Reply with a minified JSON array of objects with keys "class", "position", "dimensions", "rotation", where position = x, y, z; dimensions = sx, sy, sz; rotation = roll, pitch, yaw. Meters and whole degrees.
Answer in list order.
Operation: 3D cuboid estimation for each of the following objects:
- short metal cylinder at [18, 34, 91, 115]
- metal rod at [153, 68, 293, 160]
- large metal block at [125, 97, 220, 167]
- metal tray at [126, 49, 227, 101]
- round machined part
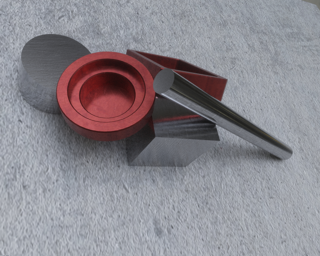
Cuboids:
[{"class":"short metal cylinder","position":[-0.121,-0.062,0.363],"dimensions":[0.081,0.050,0.080],"rotation":[14,56,-21]},{"class":"metal rod","position":[0.101,-0.002,0.387],"dimensions":[0.301,0.025,0.025],"rotation":[23,49,-45]},{"class":"large metal block","position":[0.011,0.009,0.372],"dimensions":[0.081,0.080,0.050],"rotation":[4,60,-26]},{"class":"metal tray","position":[0.014,-0.070,0.406],"dimensions":[0.091,0.030,0.130],"rotation":[4,20,-26]},{"class":"round machined part","position":[-0.055,-0.030,0.327],"dimensions":[0.099,0.042,0.098],"rotation":[3,62,-5]}]
